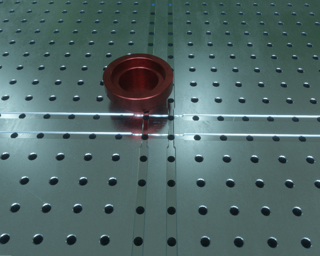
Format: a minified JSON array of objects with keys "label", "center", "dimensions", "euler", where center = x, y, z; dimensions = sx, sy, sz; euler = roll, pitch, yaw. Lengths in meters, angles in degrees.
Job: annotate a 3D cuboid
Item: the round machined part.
[{"label":"round machined part","center":[-0.030,-0.061,0.448],"dimensions":[0.099,0.042,0.098],"euler":[0,50,0]}]
